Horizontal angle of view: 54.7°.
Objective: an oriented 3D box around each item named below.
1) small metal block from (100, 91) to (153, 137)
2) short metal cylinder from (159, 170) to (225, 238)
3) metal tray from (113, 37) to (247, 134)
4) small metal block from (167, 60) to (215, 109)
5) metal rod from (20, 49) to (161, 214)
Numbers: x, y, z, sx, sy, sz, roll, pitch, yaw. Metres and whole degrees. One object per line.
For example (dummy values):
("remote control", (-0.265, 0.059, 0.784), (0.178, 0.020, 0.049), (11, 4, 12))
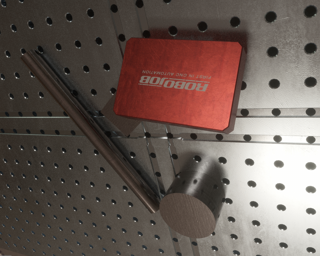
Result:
("small metal block", (-0.044, -0.024, 0.418), (0.050, 0.025, 0.050), (44, 129, -3))
("short metal cylinder", (0.046, 0.107, 0.436), (0.080, 0.050, 0.079), (13, 124, 20))
("metal tray", (0.019, -0.048, 0.336), (0.130, 0.030, 0.090), (9, 86, 23))
("small metal block", (0.035, -0.052, 0.356), (0.050, 0.025, 0.050), (10, 130, 22))
("metal rod", (-0.097, 0.010, 0.466), (0.025, 0.025, 0.300), (-31, 102, 38))
